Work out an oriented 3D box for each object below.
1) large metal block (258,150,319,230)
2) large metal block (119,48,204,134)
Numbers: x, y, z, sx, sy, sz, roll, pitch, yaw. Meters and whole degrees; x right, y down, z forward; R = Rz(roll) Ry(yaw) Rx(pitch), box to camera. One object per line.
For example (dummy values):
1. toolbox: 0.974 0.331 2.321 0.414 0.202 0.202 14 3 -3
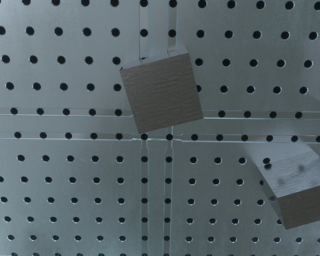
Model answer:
1. large metal block: 0.188 0.080 0.415 0.080 0.080 0.050 -18 109 6
2. large metal block: 0.003 -0.047 0.383 0.080 0.050 0.080 -14 110 5
